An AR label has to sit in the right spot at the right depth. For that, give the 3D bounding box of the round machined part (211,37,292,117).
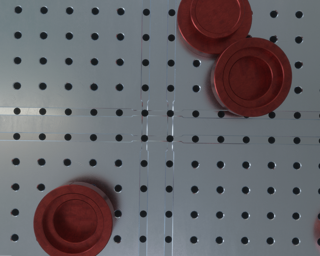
[{"bbox_3d":[0.114,-0.064,0.402,0.099,0.042,0.097,0,95,-3],"label":"round machined part"}]

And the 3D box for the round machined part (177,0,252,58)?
[{"bbox_3d":[0.072,-0.145,0.405,0.099,0.042,0.097,0,90,0],"label":"round machined part"}]

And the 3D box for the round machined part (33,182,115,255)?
[{"bbox_3d":[-0.108,0.118,0.404,0.099,0.042,0.097,0,90,0],"label":"round machined part"}]
